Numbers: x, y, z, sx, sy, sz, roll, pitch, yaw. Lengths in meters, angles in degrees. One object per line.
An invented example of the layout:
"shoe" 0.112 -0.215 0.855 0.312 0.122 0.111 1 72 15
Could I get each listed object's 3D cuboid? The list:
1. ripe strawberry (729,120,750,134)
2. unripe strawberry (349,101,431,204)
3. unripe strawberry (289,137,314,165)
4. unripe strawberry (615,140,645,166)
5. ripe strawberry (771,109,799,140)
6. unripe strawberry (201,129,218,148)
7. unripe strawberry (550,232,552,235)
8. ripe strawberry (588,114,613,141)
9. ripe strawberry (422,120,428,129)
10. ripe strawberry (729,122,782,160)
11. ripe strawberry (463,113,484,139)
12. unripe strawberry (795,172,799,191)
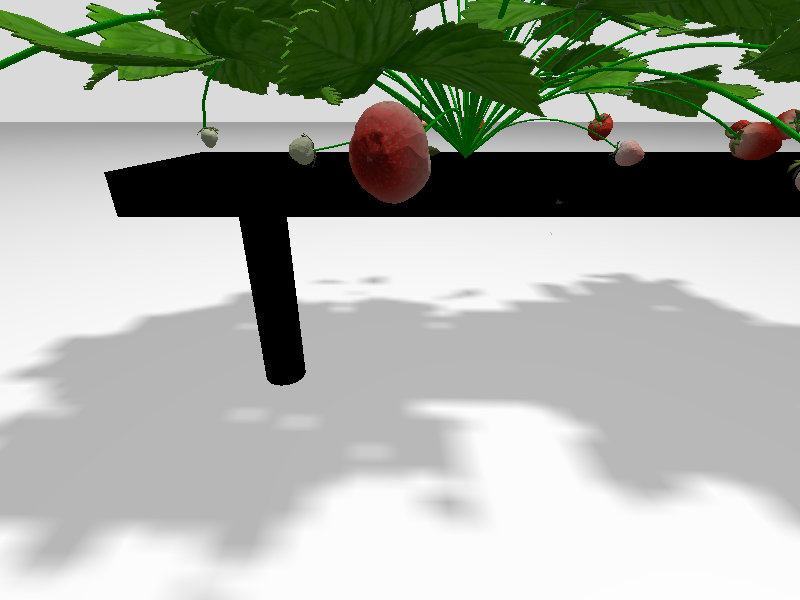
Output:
"ripe strawberry" 0.466 -0.234 0.550 0.024 0.025 0.026 -4 25 -8
"unripe strawberry" -0.005 -0.056 0.155 0.033 0.038 0.036 8 27 16
"unripe strawberry" -0.069 -0.104 0.278 0.017 0.018 0.016 -11 27 -21
"unripe strawberry" 0.158 -0.101 0.276 0.017 0.017 0.016 26 33 19
"ripe strawberry" 0.486 -0.220 0.505 0.031 0.035 0.034 -2 8 -5
"unripe strawberry" -0.138 -0.117 0.290 0.011 0.013 0.013 -5 26 -10
"unripe strawberry" 0.039 -0.019 0.097 0.009 0.010 0.010 2 25 3
"ripe strawberry" 0.245 -0.209 0.488 0.027 0.030 0.029 24 -9 41
"ripe strawberry" 0.027 -0.225 0.526 0.021 0.021 0.018 -3 25 -6
"ripe strawberry" 0.263 -0.116 0.295 0.030 0.026 0.030 12 26 4
"ripe strawberry" 0.096 -0.230 0.532 0.032 0.034 0.035 4 15 9
"unripe strawberry" 0.172 -0.049 0.156 0.020 0.022 0.023 -15 -26 -29
